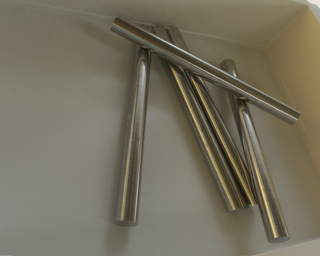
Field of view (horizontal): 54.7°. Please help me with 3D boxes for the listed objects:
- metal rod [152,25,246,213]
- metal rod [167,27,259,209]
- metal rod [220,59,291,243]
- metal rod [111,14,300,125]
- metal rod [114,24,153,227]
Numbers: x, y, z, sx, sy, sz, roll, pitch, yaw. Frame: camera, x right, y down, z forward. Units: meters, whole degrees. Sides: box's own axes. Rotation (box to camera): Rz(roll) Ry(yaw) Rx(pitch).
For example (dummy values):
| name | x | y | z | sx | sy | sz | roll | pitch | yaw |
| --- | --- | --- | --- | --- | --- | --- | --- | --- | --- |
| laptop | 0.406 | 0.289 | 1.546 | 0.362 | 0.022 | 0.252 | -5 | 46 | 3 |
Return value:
| name | x | y | z | sx | sy | sz | roll | pitch | yaw |
| --- | --- | --- | --- | --- | --- | --- | --- | --- | --- |
| metal rod | 0.047 | -0.027 | 0.446 | 0.025 | 0.025 | 0.299 | -8 | 66 | -32 |
| metal rod | 0.073 | -0.028 | 0.461 | 0.025 | 0.025 | 0.299 | -9 | 66 | -32 |
| metal rod | 0.126 | 0.009 | 0.445 | 0.025 | 0.025 | 0.300 | 12 | 50 | -22 |
| metal rod | 0.071 | -0.081 | 0.451 | 0.301 | 0.025 | 0.025 | 26 | 53 | -8 |
| metal rod | -0.029 | -0.026 | 0.405 | 0.025 | 0.025 | 0.300 | 16 | 55 | -19 |
